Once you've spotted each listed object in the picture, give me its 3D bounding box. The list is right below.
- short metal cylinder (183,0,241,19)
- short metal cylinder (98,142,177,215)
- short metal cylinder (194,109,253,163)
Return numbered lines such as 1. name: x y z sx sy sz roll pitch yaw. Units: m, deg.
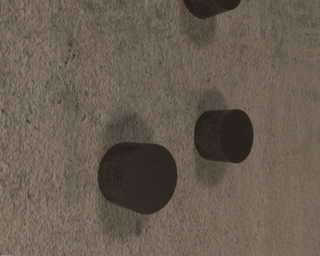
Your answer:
1. short metal cylinder: 0.076 -0.207 0.454 0.081 0.050 0.079 0 90 -40
2. short metal cylinder: -0.026 0.057 0.369 0.081 0.050 0.079 0 90 -40
3. short metal cylinder: 0.098 0.012 0.474 0.081 0.050 0.079 0 90 -40
